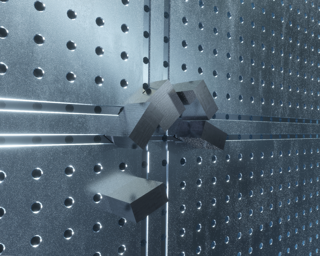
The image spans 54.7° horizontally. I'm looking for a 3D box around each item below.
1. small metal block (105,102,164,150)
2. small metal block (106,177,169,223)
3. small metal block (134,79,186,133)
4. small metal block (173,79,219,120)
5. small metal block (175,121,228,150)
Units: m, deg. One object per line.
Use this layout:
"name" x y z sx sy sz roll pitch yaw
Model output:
"small metal block" -0.031 -0.003 0.369 0.025 0.050 0.050 46 63 -31
"small metal block" -0.027 0.085 0.372 0.050 0.050 0.025 -26 107 -37
"small metal block" 0.000 -0.029 0.412 0.050 0.025 0.050 -48 119 -29
"small metal block" 0.046 -0.038 0.434 0.025 0.050 0.050 -47 118 -30
"small metal block" 0.059 0.011 0.445 0.050 0.050 0.025 28 73 -37
